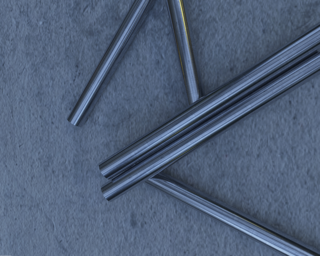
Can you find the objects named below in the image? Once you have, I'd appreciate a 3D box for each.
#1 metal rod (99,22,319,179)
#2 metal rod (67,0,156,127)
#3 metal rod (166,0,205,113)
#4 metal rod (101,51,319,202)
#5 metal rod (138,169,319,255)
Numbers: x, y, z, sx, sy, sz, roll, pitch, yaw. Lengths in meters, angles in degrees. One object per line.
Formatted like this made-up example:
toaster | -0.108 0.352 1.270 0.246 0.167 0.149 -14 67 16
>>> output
metal rod | 0.055 -0.025 0.364 0.300 0.025 0.025 -33 80 11
metal rod | -0.045 -0.132 0.423 0.025 0.025 0.299 36 101 16
metal rod | 0.018 -0.166 0.382 0.025 0.025 0.298 -11 94 19
metal rod | 0.056 0.004 0.372 0.300 0.025 0.025 -33 80 10
metal rod | 0.075 0.104 0.382 0.301 0.025 0.025 24 98 18
